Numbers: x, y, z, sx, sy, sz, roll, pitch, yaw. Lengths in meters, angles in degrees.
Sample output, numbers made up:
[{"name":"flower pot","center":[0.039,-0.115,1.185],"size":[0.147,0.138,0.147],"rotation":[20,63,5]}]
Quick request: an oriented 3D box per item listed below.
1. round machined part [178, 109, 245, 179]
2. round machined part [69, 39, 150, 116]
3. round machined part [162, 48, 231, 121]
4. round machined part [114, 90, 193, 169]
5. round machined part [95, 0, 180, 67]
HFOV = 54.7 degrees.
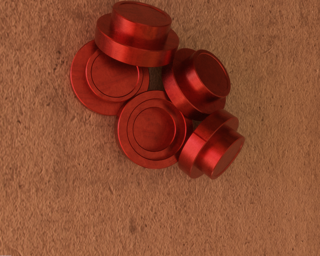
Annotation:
[{"name":"round machined part","center":[0.072,0.028,0.400],"size":[0.042,0.098,0.098],"rotation":[38,74,26]},{"name":"round machined part","center":[-0.059,-0.064,0.381],"size":[0.099,0.042,0.097],"rotation":[0,90,-21]},{"name":"round machined part","center":[0.053,-0.061,0.399],"size":[0.099,0.042,0.098],"rotation":[21,55,-33]},{"name":"round machined part","center":[-0.010,0.002,0.398],"size":[0.099,0.042,0.097],"rotation":[0,90,-21]},{"name":"round machined part","center":[-0.024,-0.115,0.362],"size":[0.099,0.098,0.042],"rotation":[1,132,-20]}]
